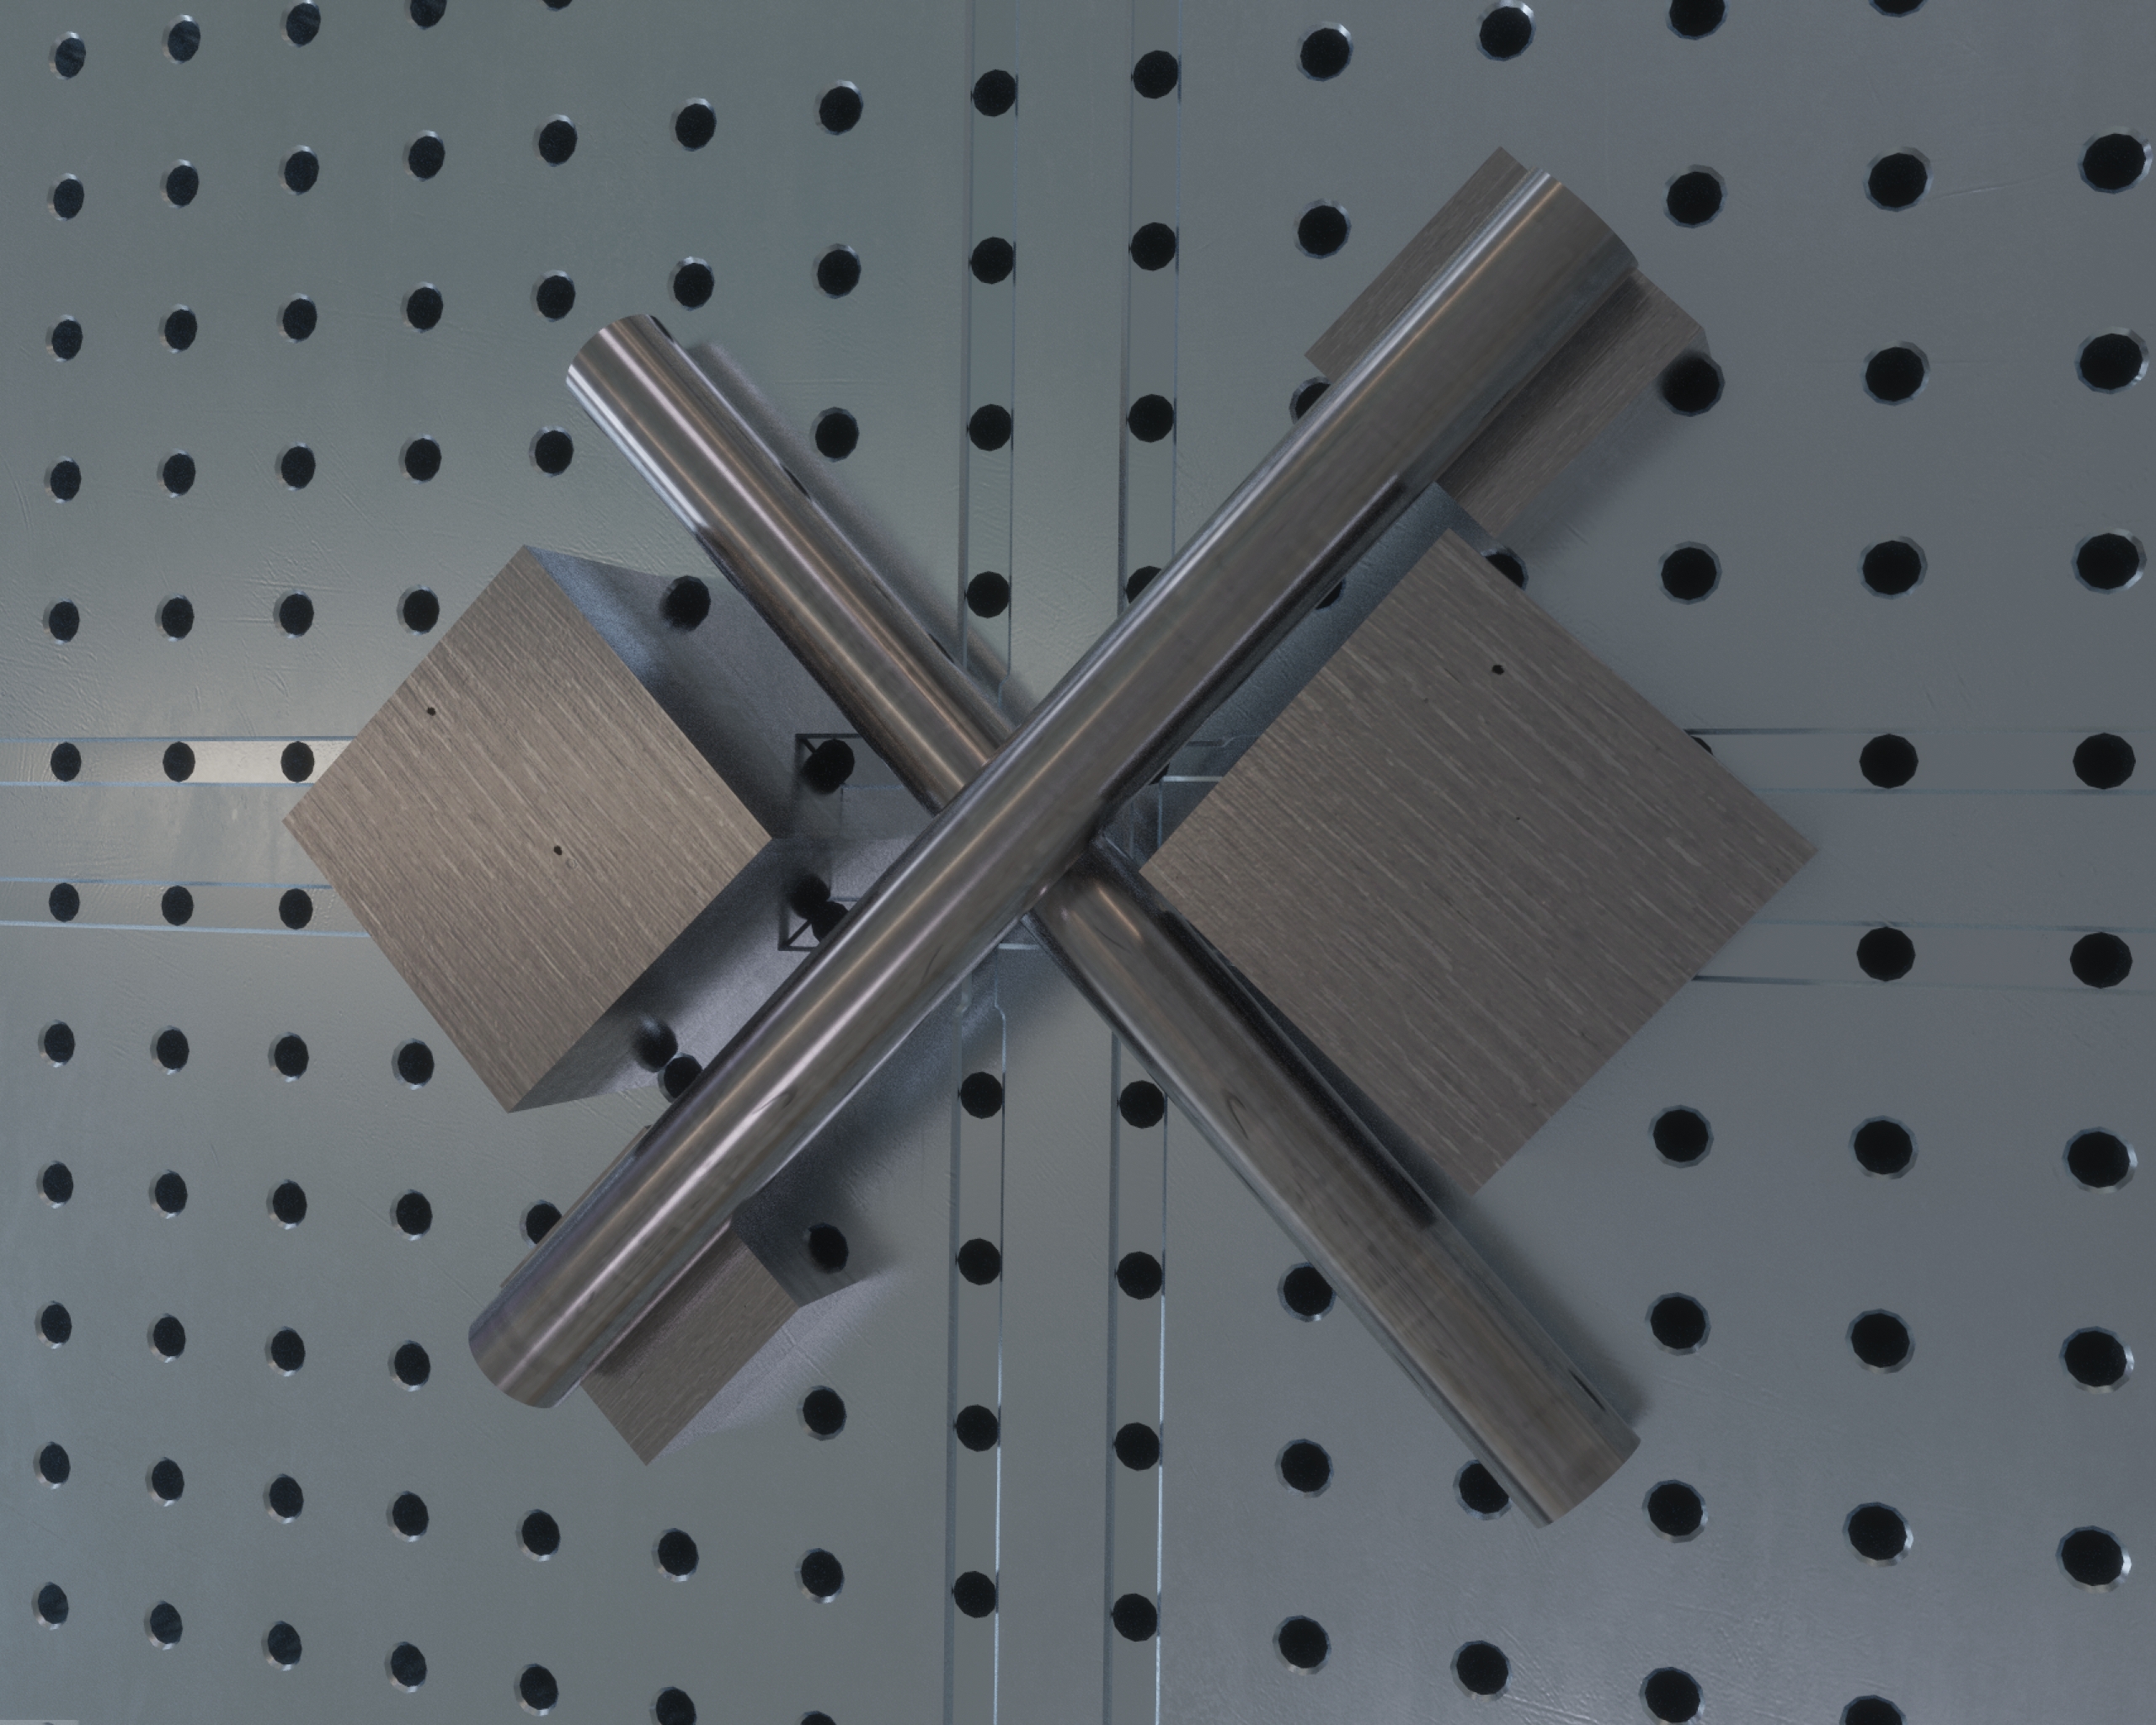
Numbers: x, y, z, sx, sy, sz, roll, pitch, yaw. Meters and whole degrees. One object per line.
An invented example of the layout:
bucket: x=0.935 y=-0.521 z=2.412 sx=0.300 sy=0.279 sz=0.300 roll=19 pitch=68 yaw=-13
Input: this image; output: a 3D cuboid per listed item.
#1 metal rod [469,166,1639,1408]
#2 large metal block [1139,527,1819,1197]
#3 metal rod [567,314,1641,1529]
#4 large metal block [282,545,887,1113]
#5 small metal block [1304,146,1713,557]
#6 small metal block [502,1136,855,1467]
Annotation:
metal rod: x=-0.014 y=-0.004 z=0.390 sx=0.299 sy=0.025 sz=0.025 roll=-47 pitch=76 yaw=14
large metal block: x=0.073 y=0.000 z=0.374 sx=0.080 sy=0.050 sz=0.080 roll=45 pitch=104 yaw=14
metal rod: x=-0.003 y=0.002 z=0.413 sx=0.025 sy=0.025 sz=0.300 roll=-44 pitch=76 yaw=15
large metal block: x=-0.102 y=-0.007 z=0.436 sx=0.080 sy=0.050 sz=0.080 roll=-45 pitch=76 yaw=14
small metal block: x=0.079 y=-0.093 z=0.385 sx=0.050 sy=0.025 sz=0.050 roll=-46 pitch=76 yaw=14
small metal block: x=-0.085 y=0.090 z=0.442 sx=0.050 sy=0.025 sz=0.050 roll=46 pitch=104 yaw=14
